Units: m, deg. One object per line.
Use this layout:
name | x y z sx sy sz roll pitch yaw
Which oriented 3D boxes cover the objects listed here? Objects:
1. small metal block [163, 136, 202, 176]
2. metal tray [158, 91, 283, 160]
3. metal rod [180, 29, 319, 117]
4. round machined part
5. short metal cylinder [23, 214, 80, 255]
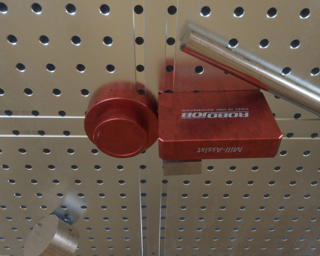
small metal block | 0.030 0.038 0.428 0.050 0.050 0.025 -3 130 2
metal tray | 0.064 -0.006 0.365 0.131 0.090 0.030 -1 130 0
metal rod | 0.162 -0.043 0.377 0.302 0.025 0.025 21 127 -18
round machined part | -0.049 0.002 0.401 0.099 0.042 0.097 -1 130 0
short metal cylinder | -0.189 0.200 0.543 0.080 0.080 0.050 -28 125 21
